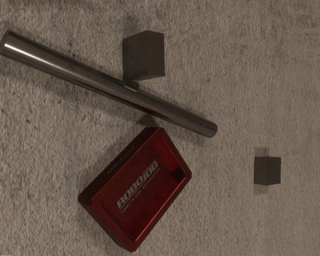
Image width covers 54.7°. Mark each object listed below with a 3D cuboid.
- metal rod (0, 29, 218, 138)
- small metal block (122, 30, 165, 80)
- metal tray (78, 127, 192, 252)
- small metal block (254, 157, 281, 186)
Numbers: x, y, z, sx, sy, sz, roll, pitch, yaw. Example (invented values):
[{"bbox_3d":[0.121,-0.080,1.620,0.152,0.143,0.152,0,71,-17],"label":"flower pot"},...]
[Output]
[{"bbox_3d":[-0.033,-0.038,0.378,0.302,0.025,0.025,20,77,-38],"label":"metal rod"},{"bbox_3d":[-0.021,-0.085,0.373,0.025,0.050,0.050,-2,92,-40],"label":"small metal block"},{"bbox_3d":[-0.024,0.071,0.383,0.131,0.030,0.090,-47,118,-30],"label":"metal tray"},{"bbox_3d":[0.201,0.079,0.577,0.050,0.025,0.050,3,88,-40],"label":"small metal block"}]
